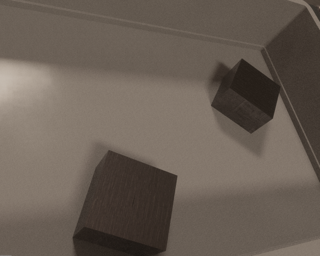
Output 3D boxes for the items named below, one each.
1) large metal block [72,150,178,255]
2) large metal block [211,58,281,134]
[{"bbox_3d":[-0.034,0.081,0.323,0.080,0.050,0.080,23,53,-15],"label":"large metal block"},{"bbox_3d":[0.139,-0.052,0.499,0.080,0.050,0.080,34,51,-6],"label":"large metal block"}]
